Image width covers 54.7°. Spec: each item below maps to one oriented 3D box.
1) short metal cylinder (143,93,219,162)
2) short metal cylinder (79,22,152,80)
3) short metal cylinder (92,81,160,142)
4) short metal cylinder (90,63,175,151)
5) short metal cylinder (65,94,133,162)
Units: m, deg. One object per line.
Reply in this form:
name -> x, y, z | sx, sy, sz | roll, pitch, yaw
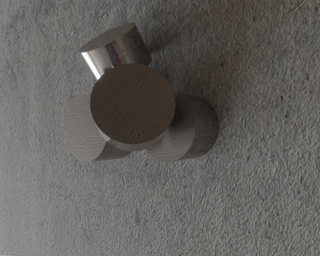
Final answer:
short metal cylinder -> 0.022, -0.001, 0.370 | 0.080, 0.050, 0.079 | 0, 90, 39
short metal cylinder -> -0.058, -0.097, 0.408 | 0.080, 0.080, 0.050 | 0, 129, 39
short metal cylinder -> -0.047, -0.022, 0.427 | 0.080, 0.050, 0.079 | 0, 90, 39
short metal cylinder -> -0.028, -0.019, 0.317 | 0.050, 0.081, 0.080 | 118, 140, -76
short metal cylinder -> -0.072, 0.000, 0.381 | 0.080, 0.050, 0.079 | 0, 90, 39
